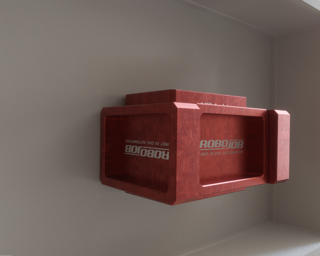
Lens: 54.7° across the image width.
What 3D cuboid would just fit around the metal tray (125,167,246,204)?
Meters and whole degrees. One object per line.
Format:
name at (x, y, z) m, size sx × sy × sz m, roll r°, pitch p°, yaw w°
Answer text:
metal tray at (0.033, 0.064, 0.388) m, size 0.131 × 0.090 × 0.030 m, roll 0°, pitch 90°, yaw -40°

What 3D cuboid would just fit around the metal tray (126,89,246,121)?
metal tray at (0.034, -0.025, 0.389) m, size 0.131 × 0.090 × 0.030 m, roll 0°, pitch 91°, yaw -40°

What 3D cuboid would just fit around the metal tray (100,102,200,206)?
metal tray at (-0.017, 0.022, 0.322) m, size 0.030 × 0.130 × 0.089 m, roll 1°, pitch 90°, yaw -40°

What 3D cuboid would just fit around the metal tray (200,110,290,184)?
metal tray at (0.109, 0.022, 0.426) m, size 0.030 × 0.130 × 0.089 m, roll 1°, pitch 90°, yaw -40°

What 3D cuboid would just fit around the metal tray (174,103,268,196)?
metal tray at (0.072, 0.022, 0.344) m, size 0.131 × 0.030 × 0.089 m, roll 1°, pitch 89°, yaw -40°
